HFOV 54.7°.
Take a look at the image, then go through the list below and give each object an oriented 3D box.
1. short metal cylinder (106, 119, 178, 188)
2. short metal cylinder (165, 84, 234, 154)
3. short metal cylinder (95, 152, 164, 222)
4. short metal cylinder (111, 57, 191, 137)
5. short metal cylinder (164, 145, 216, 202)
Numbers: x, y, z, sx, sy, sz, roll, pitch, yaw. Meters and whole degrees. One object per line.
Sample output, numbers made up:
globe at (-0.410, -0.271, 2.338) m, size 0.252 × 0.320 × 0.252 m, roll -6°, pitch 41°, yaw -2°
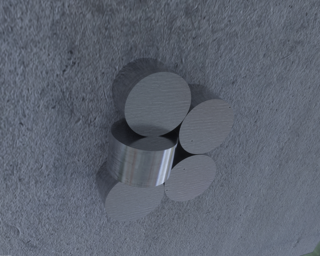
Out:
short metal cylinder at (-0.022, 0.027, 0.377) m, size 0.081 × 0.080 × 0.050 m, roll -3°, pitch 120°, yaw -27°
short metal cylinder at (0.049, -0.012, 0.411) m, size 0.081 × 0.050 × 0.079 m, roll -14°, pitch 125°, yaw -21°
short metal cylinder at (-0.041, 0.078, 0.418) m, size 0.081 × 0.050 × 0.079 m, roll -13°, pitch 124°, yaw -20°
short metal cylinder at (-0.011, -0.036, 0.363) m, size 0.081 × 0.050 × 0.079 m, roll -13°, pitch 124°, yaw -20°
short metal cylinder at (0.032, 0.058, 0.445) m, size 0.081 × 0.050 × 0.079 m, roll -13°, pitch 124°, yaw -20°
